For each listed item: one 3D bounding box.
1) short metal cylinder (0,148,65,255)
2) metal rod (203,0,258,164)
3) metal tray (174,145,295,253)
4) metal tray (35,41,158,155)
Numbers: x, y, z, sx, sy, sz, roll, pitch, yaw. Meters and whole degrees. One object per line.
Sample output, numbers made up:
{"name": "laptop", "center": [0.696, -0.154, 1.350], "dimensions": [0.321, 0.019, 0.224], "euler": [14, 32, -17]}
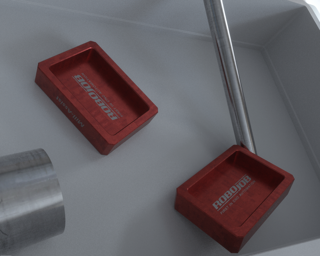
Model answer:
{"name": "short metal cylinder", "center": [-0.121, 0.062, 0.268], "dimensions": [0.050, 0.080, 0.080], "euler": [-13, 69, -34]}
{"name": "metal rod", "center": [0.095, -0.089, 0.435], "dimensions": [0.025, 0.025, 0.298], "euler": [-18, 96, -35]}
{"name": "metal tray", "center": [0.092, 0.078, 0.380], "dimensions": [0.090, 0.030, 0.131], "euler": [32, 44, 32]}
{"name": "metal tray", "center": [-0.077, -0.041, 0.386], "dimensions": [0.130, 0.030, 0.091], "euler": [47, 51, 4]}
